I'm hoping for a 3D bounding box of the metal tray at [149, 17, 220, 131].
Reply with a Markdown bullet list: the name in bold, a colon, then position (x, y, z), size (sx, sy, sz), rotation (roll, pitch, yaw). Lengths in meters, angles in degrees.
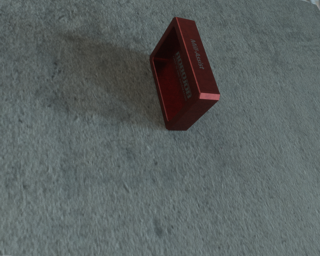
- **metal tray**: position (0.028, -0.072, 0.422), size (0.030, 0.090, 0.130), rotation (1, 61, -28)
